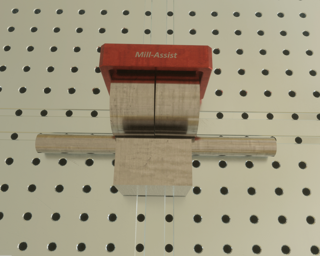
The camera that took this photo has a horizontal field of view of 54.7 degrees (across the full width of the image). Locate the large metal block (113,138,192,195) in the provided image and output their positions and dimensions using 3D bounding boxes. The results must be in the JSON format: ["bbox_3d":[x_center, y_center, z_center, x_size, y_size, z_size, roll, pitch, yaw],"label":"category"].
[{"bbox_3d":[-0.007,0.048,0.360,0.081,0.080,0.050,1,70,0],"label":"large metal block"}]

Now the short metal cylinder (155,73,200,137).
[{"bbox_3d":[0.020,-0.029,0.390,0.050,0.080,0.080,2,70,0],"label":"short metal cylinder"}]

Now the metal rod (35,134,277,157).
[{"bbox_3d":[-0.005,0.022,0.399,0.302,0.025,0.025,1,70,0],"label":"metal rod"}]

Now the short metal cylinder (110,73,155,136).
[{"bbox_3d":[-0.032,-0.030,0.390,0.050,0.080,0.080,1,70,0],"label":"short metal cylinder"}]

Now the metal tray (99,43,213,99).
[{"bbox_3d":[-0.004,-0.069,0.398,0.131,0.090,0.030,1,70,0],"label":"metal tray"}]
